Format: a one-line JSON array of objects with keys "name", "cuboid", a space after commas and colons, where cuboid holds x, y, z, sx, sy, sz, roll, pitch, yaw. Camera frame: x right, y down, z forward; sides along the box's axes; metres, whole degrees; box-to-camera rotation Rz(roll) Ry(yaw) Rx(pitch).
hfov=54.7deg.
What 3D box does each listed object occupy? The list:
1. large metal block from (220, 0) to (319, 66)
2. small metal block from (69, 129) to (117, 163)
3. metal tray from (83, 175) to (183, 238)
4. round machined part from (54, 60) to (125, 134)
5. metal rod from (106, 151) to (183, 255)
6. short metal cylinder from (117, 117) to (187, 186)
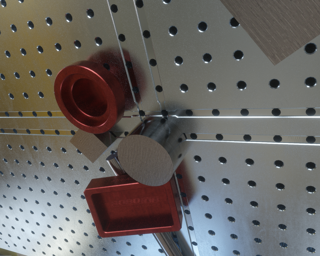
[{"name": "large metal block", "cuboid": [0.110, -0.115, 0.265, 0.080, 0.050, 0.080, 48, 129, -6]}, {"name": "small metal block", "cuboid": [-0.103, 0.019, 0.475, 0.050, 0.025, 0.050, 44, 129, -3]}, {"name": "metal tray", "cuboid": [-0.038, 0.115, 0.467, 0.131, 0.030, 0.089, -9, 110, 11]}, {"name": "round machined part", "cuboid": [-0.089, -0.044, 0.418, 0.098, 0.042, 0.097, 13, 124, 20]}, {"name": "metal rod", "cuboid": [-0.003, 0.168, 0.514, 0.025, 0.025, 0.299, -17, 110, 34]}, {"name": "short metal cylinder", "cuboid": [-0.010, 0.031, 0.418, 0.080, 0.050, 0.079, 13, 124, 20]}]
